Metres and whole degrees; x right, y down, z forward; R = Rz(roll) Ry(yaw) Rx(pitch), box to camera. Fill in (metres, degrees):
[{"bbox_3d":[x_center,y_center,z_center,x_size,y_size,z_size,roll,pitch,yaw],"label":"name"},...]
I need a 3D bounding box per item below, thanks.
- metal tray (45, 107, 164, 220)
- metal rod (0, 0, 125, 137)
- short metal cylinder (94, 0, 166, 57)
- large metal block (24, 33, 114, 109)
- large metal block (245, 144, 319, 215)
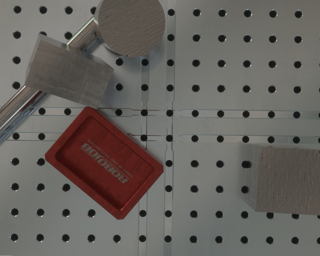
[{"bbox_3d":[-0.071,0.045,0.410,0.130,0.030,0.090,40,90,0],"label":"metal tray"},{"bbox_3d":[-0.132,-0.088,0.412,0.025,0.025,0.300,45,90,0],"label":"metal rod"},{"bbox_3d":[-0.039,-0.131,0.386,0.081,0.050,0.079,-5,109,-16],"label":"short metal cylinder"},{"bbox_3d":[-0.110,-0.069,0.367,0.081,0.080,0.050,18,103,-27],"label":"large metal block"},{"bbox_3d":[0.159,0.064,0.402,0.080,0.050,0.080,4,90,0],"label":"large metal block"}]
